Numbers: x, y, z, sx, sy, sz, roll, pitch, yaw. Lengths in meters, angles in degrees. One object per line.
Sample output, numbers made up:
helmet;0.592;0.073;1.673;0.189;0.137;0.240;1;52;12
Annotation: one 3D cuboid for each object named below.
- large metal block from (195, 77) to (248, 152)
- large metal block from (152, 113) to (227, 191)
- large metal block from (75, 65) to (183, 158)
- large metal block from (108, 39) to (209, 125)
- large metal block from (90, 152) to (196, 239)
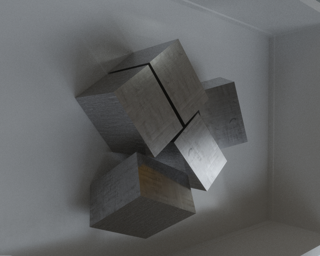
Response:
large metal block;0.076;-0.022;0.427;0.050;0.080;0.080;-16;103;2
large metal block;0.024;0.028;0.390;0.050;0.080;0.080;-49;120;-29
large metal block;-0.034;-0.017;0.342;0.050;0.080;0.080;-45;118;-31
large metal block;-0.002;-0.050;0.368;0.050;0.080;0.080;-46;118;-30
large metal block;-0.021;0.079;0.345;0.080;0.080;0.050;28;38;-37
